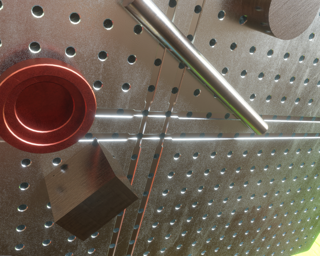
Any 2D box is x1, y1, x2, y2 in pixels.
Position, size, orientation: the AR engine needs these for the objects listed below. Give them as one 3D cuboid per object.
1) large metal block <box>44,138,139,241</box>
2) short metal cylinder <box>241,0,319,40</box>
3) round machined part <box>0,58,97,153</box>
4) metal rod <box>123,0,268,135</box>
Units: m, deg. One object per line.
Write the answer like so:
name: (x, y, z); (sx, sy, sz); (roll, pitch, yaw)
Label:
large metal block: (-0.085, 0.072, 0.375); (0.080, 0.080, 0.050); (-38, 130, -3)
short metal cylinder: (0.149, -0.155, 0.383); (0.081, 0.050, 0.079); (-14, 125, -21)
round machined part: (-0.120, -0.026, 0.320); (0.099, 0.042, 0.097); (-14, 125, -21)
metal rod: (0.067, -0.066, 0.408); (0.025, 0.025, 0.301); (-50, 129, 7)
